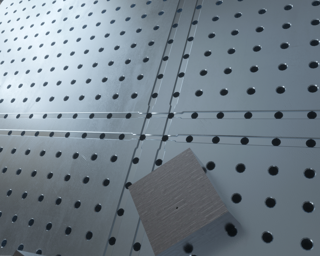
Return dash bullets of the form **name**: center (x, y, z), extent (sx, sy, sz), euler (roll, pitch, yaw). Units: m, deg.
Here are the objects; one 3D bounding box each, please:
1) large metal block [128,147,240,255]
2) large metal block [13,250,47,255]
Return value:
- **large metal block**: center (0.024, 0.082, 0.329), extent (0.080, 0.050, 0.080), euler (-34, 52, 6)
- **large metal block**: center (-0.140, 0.195, 0.344), extent (0.080, 0.050, 0.080), euler (14, 69, 33)
